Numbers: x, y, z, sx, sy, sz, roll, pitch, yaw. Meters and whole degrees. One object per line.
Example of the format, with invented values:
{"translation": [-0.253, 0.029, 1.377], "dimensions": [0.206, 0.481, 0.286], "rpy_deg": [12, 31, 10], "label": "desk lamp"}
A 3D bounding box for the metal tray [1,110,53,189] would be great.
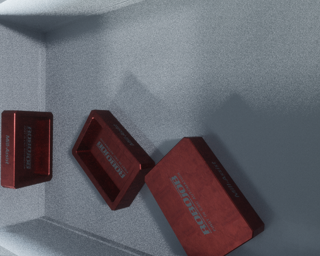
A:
{"translation": [-0.233, 0.035, 0.550], "dimensions": [0.030, 0.090, 0.129], "rpy_deg": [1, 91, 22], "label": "metal tray"}

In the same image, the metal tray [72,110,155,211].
{"translation": [-0.074, 0.045, 0.462], "dimensions": [0.130, 0.030, 0.089], "rpy_deg": [46, 117, 30], "label": "metal tray"}

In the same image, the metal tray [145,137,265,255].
{"translation": [0.046, 0.085, 0.364], "dimensions": [0.090, 0.030, 0.130], "rpy_deg": [-47, 62, 29], "label": "metal tray"}
